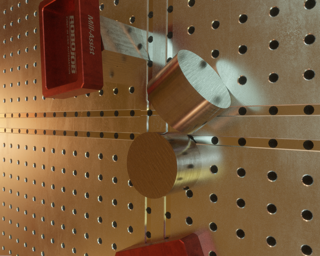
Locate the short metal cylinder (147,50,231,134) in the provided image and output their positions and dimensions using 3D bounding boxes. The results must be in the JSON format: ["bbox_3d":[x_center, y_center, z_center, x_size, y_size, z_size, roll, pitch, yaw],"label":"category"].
[{"bbox_3d":[0.033,-0.040,0.347,0.050,0.081,0.080,-41,65,33],"label":"short metal cylinder"}]

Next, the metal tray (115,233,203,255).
[{"bbox_3d":[0.003,0.196,0.404,0.130,0.030,0.090,-27,73,36],"label":"metal tray"}]

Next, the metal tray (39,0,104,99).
[{"bbox_3d":[-0.116,-0.107,0.397,0.090,0.030,0.129,-6,86,39],"label":"metal tray"}]

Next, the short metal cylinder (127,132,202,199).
[{"bbox_3d":[0.005,0.044,0.389,0.080,0.050,0.079,0,90,40],"label":"short metal cylinder"}]

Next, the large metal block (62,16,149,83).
[{"bbox_3d":[-0.077,-0.107,0.437,0.080,0.081,0.050,-23,75,37],"label":"large metal block"}]
